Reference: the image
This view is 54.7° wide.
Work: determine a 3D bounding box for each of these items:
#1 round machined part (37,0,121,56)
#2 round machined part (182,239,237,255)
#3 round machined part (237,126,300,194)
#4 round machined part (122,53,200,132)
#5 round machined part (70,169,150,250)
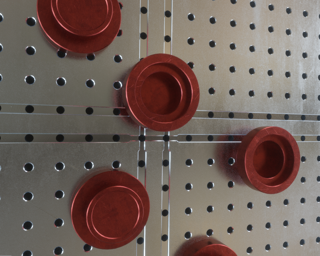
[{"bbox_3d":[-0.094,-0.138,0.369,0.099,0.042,0.097,0,90,-21],"label":"round machined part"},{"bbox_3d":[0.074,0.212,0.433,0.099,0.042,0.097,0,90,-21],"label":"round machined part"},{"bbox_3d":[0.156,0.046,0.463,0.099,0.042,0.097,0,90,-21],"label":"round machined part"},{"bbox_3d":[-0.001,-0.044,0.404,0.099,0.042,0.097,0,90,-21],"label":"round machined part"},{"bbox_3d":[-0.059,0.102,0.383,0.099,0.042,0.097,0,90,-21],"label":"round machined part"}]
